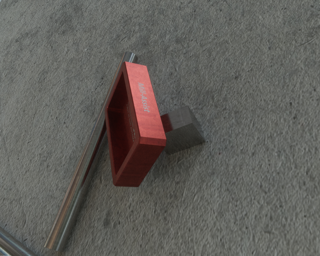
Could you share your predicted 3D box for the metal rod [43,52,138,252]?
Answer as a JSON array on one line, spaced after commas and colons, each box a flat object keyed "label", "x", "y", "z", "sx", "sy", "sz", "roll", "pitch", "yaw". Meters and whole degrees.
[{"label": "metal rod", "x": -0.089, "y": 0.017, "z": 0.437, "sx": 0.025, "sy": 0.025, "sz": 0.300, "roll": 4, "pitch": 63, "yaw": 29}]

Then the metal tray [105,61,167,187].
[{"label": "metal tray", "x": -0.036, "y": -0.006, "z": 0.376, "sx": 0.089, "sy": 0.030, "sz": 0.130, "roll": -59, "pitch": 34, "yaw": 41}]

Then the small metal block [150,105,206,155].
[{"label": "small metal block", "x": 0.021, "y": 0.004, "z": 0.373, "sx": 0.050, "sy": 0.050, "sz": 0.025, "roll": -21, "pitch": 54, "yaw": 15}]

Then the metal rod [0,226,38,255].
[{"label": "metal rod", "x": -0.200, "y": 0.157, "z": 0.409, "sx": 0.300, "sy": 0.025, "sz": 0.025, "roll": 16, "pitch": 70, "yaw": 34}]
